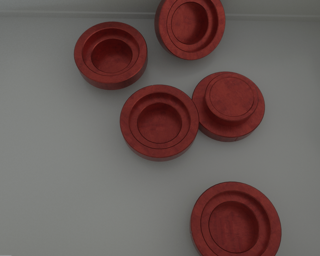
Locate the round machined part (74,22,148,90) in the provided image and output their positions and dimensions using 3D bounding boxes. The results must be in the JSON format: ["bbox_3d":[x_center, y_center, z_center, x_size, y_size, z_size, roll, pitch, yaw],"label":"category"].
[{"bbox_3d":[-0.066,-0.097,0.435,0.099,0.042,0.098,0,70,-1],"label":"round machined part"}]

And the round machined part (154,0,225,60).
[{"bbox_3d":[0.039,-0.148,0.437,0.099,0.042,0.097,-7,111,-17],"label":"round machined part"}]

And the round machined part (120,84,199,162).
[{"bbox_3d":[-0.001,-0.004,0.402,0.099,0.042,0.098,0,70,-1],"label":"round machined part"}]

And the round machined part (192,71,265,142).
[{"bbox_3d":[0.092,-0.034,0.414,0.099,0.042,0.098,0,70,-1],"label":"round machined part"}]

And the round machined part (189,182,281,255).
[{"bbox_3d":[0.083,0.115,0.356,0.099,0.042,0.098,0,64,1],"label":"round machined part"}]
